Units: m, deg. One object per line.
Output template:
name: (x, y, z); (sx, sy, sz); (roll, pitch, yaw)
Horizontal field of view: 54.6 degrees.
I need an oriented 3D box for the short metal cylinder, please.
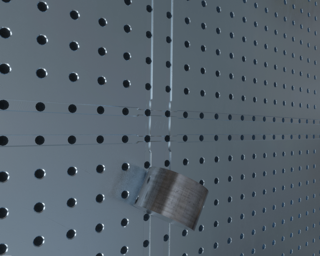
short metal cylinder: (0.014, 0.088, 0.384); (0.080, 0.080, 0.050); (37, 67, -34)
